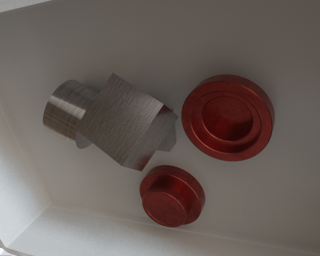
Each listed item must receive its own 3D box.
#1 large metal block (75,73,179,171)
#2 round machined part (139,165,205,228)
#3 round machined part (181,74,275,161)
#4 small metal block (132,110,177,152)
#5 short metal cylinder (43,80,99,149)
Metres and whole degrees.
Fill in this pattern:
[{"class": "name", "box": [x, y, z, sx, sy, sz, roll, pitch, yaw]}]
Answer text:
[{"class": "large metal block", "box": [-0.039, -0.006, 0.370, 0.080, 0.050, 0.080, 34, 90, 26]}, {"class": "round machined part", "box": [0.013, 0.107, 0.455, 0.098, 0.042, 0.097, 13, 124, 20]}, {"class": "round machined part", "box": [0.077, -0.014, 0.347, 0.098, 0.042, 0.097, 13, 124, 20]}, {"class": "small metal block", "box": [-0.008, 0.001, 0.412, 0.050, 0.025, 0.050, 7, 122, 24]}, {"class": "short metal cylinder", "box": [-0.109, -0.019, 0.417, 0.050, 0.080, 0.079, 26, 127, 12]}]
